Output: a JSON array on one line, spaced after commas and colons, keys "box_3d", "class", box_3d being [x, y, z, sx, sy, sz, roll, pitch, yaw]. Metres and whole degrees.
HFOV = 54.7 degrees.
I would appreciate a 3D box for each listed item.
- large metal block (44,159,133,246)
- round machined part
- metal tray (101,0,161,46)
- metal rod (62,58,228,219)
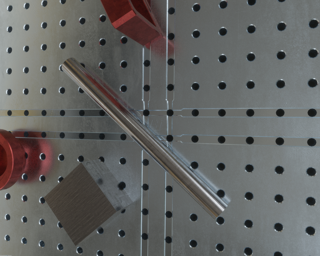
[{"box_3d": [-0.100, 0.101, 0.434, 0.080, 0.050, 0.080, -42, 77, 15], "class": "large metal block"}, {"box_3d": [-0.256, 0.050, 0.494, 0.098, 0.042, 0.097, 0, 90, 20], "class": "round machined part"}, {"box_3d": [-0.052, -0.178, 0.396, 0.030, 0.090, 0.130, -28, 81, 18], "class": "metal tray"}, {"box_3d": [-0.030, 0.005, 0.422, 0.300, 0.025, 0.025, 43, 104, 14], "class": "metal rod"}]
